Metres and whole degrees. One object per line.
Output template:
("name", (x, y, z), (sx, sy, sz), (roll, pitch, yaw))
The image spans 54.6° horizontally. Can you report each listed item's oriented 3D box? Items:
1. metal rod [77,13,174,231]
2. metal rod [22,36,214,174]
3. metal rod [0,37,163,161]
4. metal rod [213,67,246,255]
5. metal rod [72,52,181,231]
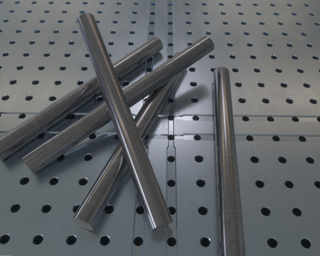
("metal rod", (-0.051, -0.025, 0.380), (0.025, 0.025, 0.299), (-17, 67, -14))
("metal rod", (-0.043, -0.041, 0.417), (0.301, 0.025, 0.025), (-37, 59, -18))
("metal rod", (-0.103, -0.056, 0.454), (0.025, 0.025, 0.301), (34, 57, 25))
("metal rod", (0.082, 0.030, 0.382), (0.025, 0.025, 0.300), (4, 50, 3))
("metal rod", (-0.023, -0.006, 0.412), (0.025, 0.025, 0.301), (18, 52, 14))
